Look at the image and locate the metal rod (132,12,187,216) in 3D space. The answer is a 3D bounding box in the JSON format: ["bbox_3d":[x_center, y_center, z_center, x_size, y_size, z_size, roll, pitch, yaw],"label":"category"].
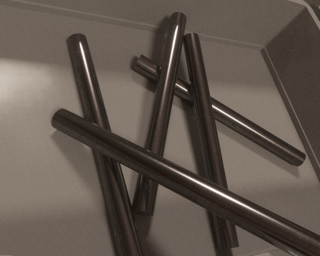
[{"bbox_3d":[0.004,-0.038,0.408,0.025,0.025,0.299,20,61,-17],"label":"metal rod"}]

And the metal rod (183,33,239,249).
[{"bbox_3d":[0.064,0.003,0.417,0.025,0.025,0.299,4,67,-27],"label":"metal rod"}]

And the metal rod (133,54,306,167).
[{"bbox_3d":[0.096,-0.022,0.472,0.301,0.025,0.025,30,52,-10],"label":"metal rod"}]

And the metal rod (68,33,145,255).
[{"bbox_3d":[-0.068,0.012,0.362,0.025,0.025,0.299,-5,64,-31],"label":"metal rod"}]

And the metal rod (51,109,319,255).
[{"bbox_3d":[0.013,0.048,0.300,0.301,0.025,0.025,25,47,21],"label":"metal rod"}]
